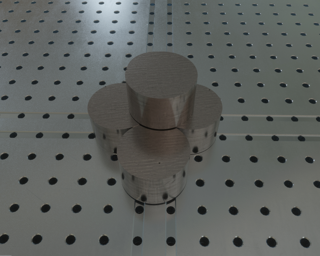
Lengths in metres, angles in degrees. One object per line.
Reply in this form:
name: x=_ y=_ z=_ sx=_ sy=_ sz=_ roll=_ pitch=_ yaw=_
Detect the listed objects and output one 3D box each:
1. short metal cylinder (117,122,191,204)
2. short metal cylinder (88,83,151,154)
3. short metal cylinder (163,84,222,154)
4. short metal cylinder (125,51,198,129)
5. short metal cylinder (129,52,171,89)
short metal cylinder: x=-0.007 y=0.039 z=0.357 sx=0.081 sy=0.050 sz=0.080 roll=0 pitch=48 yaw=0
short metal cylinder: x=-0.049 y=-0.013 z=0.402 sx=0.081 sy=0.050 sz=0.080 roll=0 pitch=50 yaw=0
short metal cylinder: x=0.037 y=-0.013 z=0.401 sx=0.081 sy=0.050 sz=0.080 roll=0 pitch=50 yaw=0
short metal cylinder: x=0.002 y=-0.045 z=0.363 sx=0.081 sy=0.050 sz=0.080 roll=0 pitch=50 yaw=0
short metal cylinder: x=-0.006 y=-0.065 z=0.446 sx=0.081 sy=0.050 sz=0.080 roll=1 pitch=50 yaw=-1
